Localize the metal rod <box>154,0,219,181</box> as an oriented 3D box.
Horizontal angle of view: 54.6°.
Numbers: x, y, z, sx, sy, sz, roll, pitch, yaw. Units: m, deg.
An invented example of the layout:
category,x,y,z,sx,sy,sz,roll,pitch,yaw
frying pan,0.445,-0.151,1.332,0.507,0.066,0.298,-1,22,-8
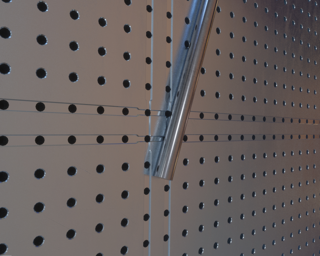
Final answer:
category,x,y,z,sx,sy,sz,roll,pitch,yaw
metal rod,0.043,-0.074,0.443,0.025,0.025,0.299,25,74,-37
